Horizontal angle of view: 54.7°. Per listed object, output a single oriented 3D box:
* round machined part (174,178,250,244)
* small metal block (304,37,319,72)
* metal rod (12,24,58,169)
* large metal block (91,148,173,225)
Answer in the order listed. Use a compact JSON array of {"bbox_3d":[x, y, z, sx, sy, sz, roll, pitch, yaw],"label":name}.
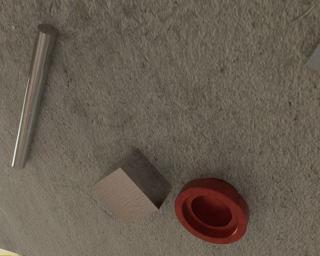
[{"bbox_3d":[0.073,0.108,0.424,0.098,0.042,0.097,13,124,21],"label":"round machined part"},{"bbox_3d":[0.167,-0.070,0.276,0.050,0.025,0.050,30,128,9],"label":"small metal block"},{"bbox_3d":[-0.208,-0.030,0.497,0.025,0.025,0.298,35,129,4],"label":"metal rod"},{"bbox_3d":[-0.043,0.090,0.469,0.080,0.050,0.080,49,129,-7],"label":"large metal block"}]
